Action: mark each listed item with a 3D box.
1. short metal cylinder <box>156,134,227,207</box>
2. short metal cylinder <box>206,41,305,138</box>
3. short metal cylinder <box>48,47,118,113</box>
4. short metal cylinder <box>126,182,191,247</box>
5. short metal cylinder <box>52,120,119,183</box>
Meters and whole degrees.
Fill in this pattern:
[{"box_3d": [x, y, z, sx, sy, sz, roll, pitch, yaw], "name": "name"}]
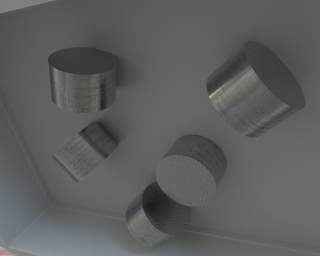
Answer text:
[{"box_3d": [0.041, 0.055, 0.405, 0.080, 0.050, 0.079, 13, 124, 21], "name": "short metal cylinder"}, {"box_3d": [0.092, -0.037, 0.301, 0.080, 0.080, 0.050, 45, 129, -3], "name": "short metal cylinder"}, {"box_3d": [-0.095, -0.061, 0.385, 0.080, 0.080, 0.050, 20, 126, 16], "name": "short metal cylinder"}, {"box_3d": [-0.002, 0.126, 0.452, 0.080, 0.080, 0.050, 41, 129, 0], "name": "short metal cylinder"}, {"box_3d": [-0.107, 0.033, 0.451, 0.050, 0.080, 0.080, 48, 129, -6], "name": "short metal cylinder"}]
